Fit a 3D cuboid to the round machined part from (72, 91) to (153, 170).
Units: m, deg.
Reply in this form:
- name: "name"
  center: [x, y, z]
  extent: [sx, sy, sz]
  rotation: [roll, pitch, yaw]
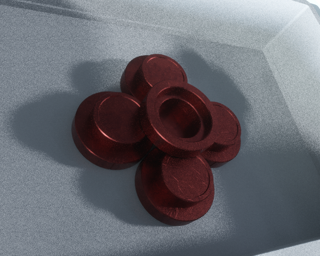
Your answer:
- name: "round machined part"
  center: [-0.050, -0.003, 0.366]
  extent: [0.099, 0.042, 0.098]
  rotation: [14, 56, -21]

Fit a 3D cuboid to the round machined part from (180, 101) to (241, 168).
- name: "round machined part"
  center: [0.072, 0.002, 0.429]
  extent: [0.099, 0.042, 0.098]
  rotation: [14, 56, -21]

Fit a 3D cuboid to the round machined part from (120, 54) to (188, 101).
- name: "round machined part"
  center: [-0.001, -0.063, 0.428]
  extent: [0.099, 0.042, 0.098]
  rotation: [14, 56, -21]

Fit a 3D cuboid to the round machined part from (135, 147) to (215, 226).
- name: "round machined part"
  center: [0.024, 0.061, 0.367]
  extent: [0.099, 0.042, 0.098]
  rotation: [15, 54, -21]

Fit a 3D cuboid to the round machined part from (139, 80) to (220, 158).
- name: "round machined part"
  center: [0.020, -0.008, 0.381]
  extent: [0.099, 0.042, 0.098]
  rotation: [14, 56, -21]
